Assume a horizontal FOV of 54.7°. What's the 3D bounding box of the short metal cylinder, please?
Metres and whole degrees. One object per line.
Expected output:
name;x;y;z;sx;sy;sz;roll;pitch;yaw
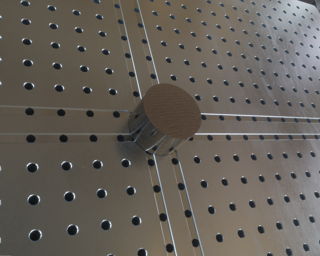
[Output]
short metal cylinder;0.006;-0.011;0.403;0.081;0.050;0.080;14;56;-21
